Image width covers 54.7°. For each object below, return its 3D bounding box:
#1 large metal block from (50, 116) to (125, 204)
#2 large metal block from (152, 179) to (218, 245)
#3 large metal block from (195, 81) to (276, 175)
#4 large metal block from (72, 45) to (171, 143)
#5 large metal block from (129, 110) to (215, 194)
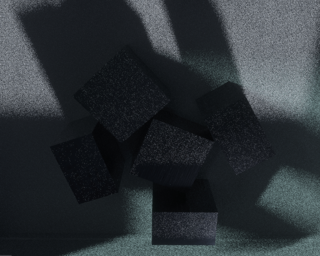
[{"bbox_3d":[-0.086,0.035,0.392,0.050,0.080,0.080,-18,109,6],"label":"large metal block"},{"bbox_3d":[0.030,0.112,0.423,0.081,0.080,0.050,1,110,-1],"label":"large metal block"},{"bbox_3d":[0.089,-0.003,0.380,0.050,0.080,0.080,-29,108,10],"label":"large metal block"},{"bbox_3d":[-0.044,-0.043,0.380,0.080,0.050,0.080,-40,106,13],"label":"large metal block"},{"bbox_3d":[0.014,0.029,0.407,0.080,0.050,0.079,21,109,-8],"label":"large metal block"}]
